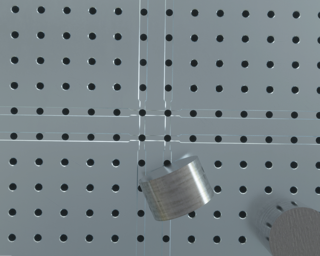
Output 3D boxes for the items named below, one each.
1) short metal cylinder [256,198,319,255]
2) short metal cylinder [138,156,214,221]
[{"bbox_3d":[0.173,0.136,0.403,0.081,0.050,0.079,0,90,-1],"label":"short metal cylinder"},{"bbox_3d":[0.020,0.074,0.386,0.080,0.080,0.050,-23,90,0],"label":"short metal cylinder"}]
